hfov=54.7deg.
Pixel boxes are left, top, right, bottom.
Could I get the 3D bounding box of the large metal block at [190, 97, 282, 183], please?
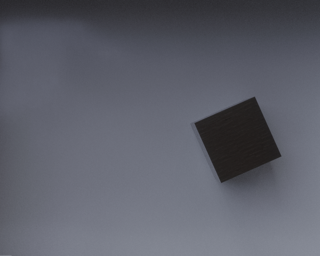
[{"bbox_3d":[0.095,0.014,0.400,0.080,0.050,0.080,-24,90,-1],"label":"large metal block"}]
